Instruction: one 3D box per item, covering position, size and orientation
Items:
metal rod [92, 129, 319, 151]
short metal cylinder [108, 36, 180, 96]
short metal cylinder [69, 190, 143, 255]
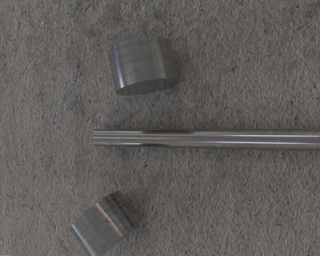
[{"bbox_3d":[0.051,0.014,0.390,0.301,0.025,0.025,0,90,19],"label":"metal rod"},{"bbox_3d":[-0.020,-0.075,0.387,0.080,0.080,0.050,-13,86,19],"label":"short metal cylinder"},{"bbox_3d":[-0.069,0.127,0.404,0.080,0.080,0.050,-44,76,15],"label":"short metal cylinder"}]
